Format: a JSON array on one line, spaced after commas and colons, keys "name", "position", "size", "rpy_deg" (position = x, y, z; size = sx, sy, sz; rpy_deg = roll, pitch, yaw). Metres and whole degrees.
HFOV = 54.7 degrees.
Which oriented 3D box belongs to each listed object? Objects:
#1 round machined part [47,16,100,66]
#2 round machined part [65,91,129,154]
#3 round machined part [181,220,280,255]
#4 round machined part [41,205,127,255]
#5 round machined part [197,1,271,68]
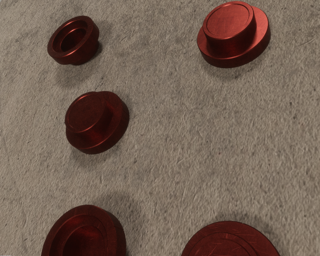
[{"name": "round machined part", "position": [-0.151, -0.153, 0.564], "size": [0.098, 0.042, 0.098], "rpy_deg": [-13, 56, 20]}, {"name": "round machined part", "position": [-0.098, -0.014, 0.451], "size": [0.098, 0.042, 0.098], "rpy_deg": [-13, 56, 20]}, {"name": "round machined part", "position": [0.061, 0.133, 0.279], "size": [0.098, 0.042, 0.098], "rpy_deg": [-13, 56, 20]}, {"name": "round machined part", "position": [-0.080, 0.140, 0.348], "size": [0.098, 0.042, 0.098], "rpy_deg": [-13, 56, 20]}, {"name": "round machined part", "position": [0.097, -0.133, 0.423], "size": [0.098, 0.042, 0.098], "rpy_deg": [-13, 56, 20]}]
